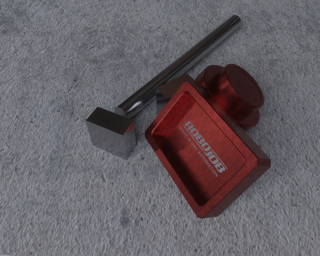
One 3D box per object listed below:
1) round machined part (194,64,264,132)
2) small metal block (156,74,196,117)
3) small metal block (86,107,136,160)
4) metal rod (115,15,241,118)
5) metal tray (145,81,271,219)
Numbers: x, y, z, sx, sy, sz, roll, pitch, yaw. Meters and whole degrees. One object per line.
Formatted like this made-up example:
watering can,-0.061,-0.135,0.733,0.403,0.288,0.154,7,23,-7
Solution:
round machined part,0.095,-0.044,0.399,0.099,0.042,0.098,24,45,-27
small metal block,0.023,-0.039,0.420,0.050,0.050,0.025,-28,56,-22
small metal block,-0.059,0.007,0.380,0.050,0.050,0.025,21,53,16
metal rod,0.043,-0.107,0.493,0.025,0.025,0.301,32,57,24
metal tray,0.045,0.021,0.345,0.030,0.090,0.130,12,34,-48
